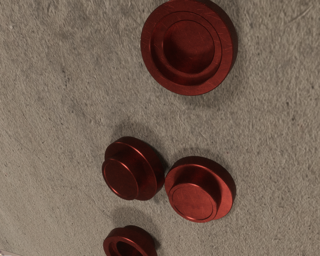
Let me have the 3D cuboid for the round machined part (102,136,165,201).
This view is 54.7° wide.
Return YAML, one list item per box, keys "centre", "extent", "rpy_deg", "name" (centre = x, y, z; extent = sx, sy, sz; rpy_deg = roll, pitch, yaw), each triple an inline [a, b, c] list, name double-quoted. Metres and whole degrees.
- centre: [-0.045, 0.065, 0.446]
  extent: [0.098, 0.042, 0.097]
  rpy_deg: [20, 126, 30]
  name: "round machined part"

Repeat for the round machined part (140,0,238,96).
- centre: [0.033, -0.087, 0.324]
  extent: [0.098, 0.042, 0.097]
  rpy_deg: [13, 124, 20]
  name: "round machined part"

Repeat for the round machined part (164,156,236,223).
- centre: [0.051, 0.090, 0.424]
  extent: [0.098, 0.042, 0.097]
  rpy_deg: [13, 124, 20]
  name: "round machined part"

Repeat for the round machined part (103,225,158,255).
- centre: [-0.048, 0.213, 0.551]
  extent: [0.098, 0.042, 0.097]
  rpy_deg: [13, 124, 20]
  name: "round machined part"
